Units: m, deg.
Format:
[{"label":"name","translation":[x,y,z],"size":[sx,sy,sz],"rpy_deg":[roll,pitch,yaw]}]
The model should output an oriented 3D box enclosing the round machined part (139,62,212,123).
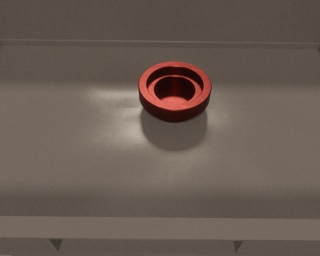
[{"label":"round machined part","translation":[0.020,-0.046,0.433],"size":[0.099,0.042,0.098],"rpy_deg":[0,50,0]}]
